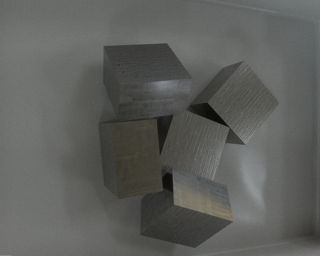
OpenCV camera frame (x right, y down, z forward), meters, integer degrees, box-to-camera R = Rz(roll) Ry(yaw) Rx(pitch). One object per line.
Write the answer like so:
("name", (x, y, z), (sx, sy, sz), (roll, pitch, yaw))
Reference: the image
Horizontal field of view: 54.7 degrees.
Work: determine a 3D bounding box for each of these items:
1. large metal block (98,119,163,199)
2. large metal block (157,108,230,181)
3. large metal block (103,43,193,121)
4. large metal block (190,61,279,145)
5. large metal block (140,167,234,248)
("large metal block", (-0.038, 0.032, 0.367), (0.050, 0.080, 0.079), (-6, 92, -20))
("large metal block", (0.035, 0.024, 0.411), (0.080, 0.050, 0.080), (20, 83, -19))
("large metal block", (-0.019, -0.057, 0.367), (0.081, 0.080, 0.050), (-8, 135, -19))
("large metal block", (0.105, -0.034, 0.436), (0.080, 0.050, 0.080), (46, 76, -15))
("large metal block", (0.030, 0.102, 0.386), (0.080, 0.080, 0.050), (21, 41, -21))
